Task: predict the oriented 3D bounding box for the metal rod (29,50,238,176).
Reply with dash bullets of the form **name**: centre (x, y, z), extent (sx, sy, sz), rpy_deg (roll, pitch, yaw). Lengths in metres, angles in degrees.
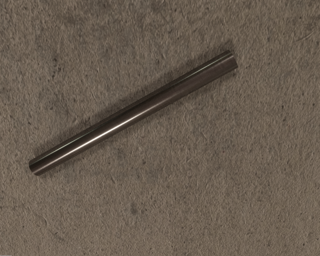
- **metal rod**: centre (-0.041, -0.015, 0.403), extent (0.301, 0.025, 0.025), rpy_deg (-28, 108, 9)
